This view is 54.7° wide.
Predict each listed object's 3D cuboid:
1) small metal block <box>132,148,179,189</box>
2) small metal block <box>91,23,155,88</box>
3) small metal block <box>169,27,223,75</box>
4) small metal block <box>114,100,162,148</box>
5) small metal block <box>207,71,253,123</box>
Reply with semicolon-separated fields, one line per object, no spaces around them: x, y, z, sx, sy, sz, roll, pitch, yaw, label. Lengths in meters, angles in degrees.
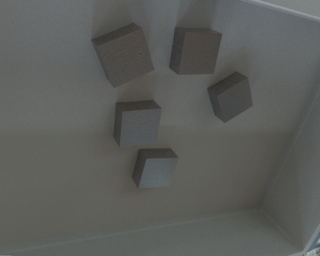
-0.007;0.057;0.440;0.050;0.025;0.050;1;118;-29;small metal block
-0.039;-0.079;0.338;0.050;0.025;0.050;-27;128;-12;small metal block
0.042;-0.093;0.374;0.050;0.025;0.050;-6;121;-25;small metal block
-0.029;-0.006;0.389;0.050;0.025;0.050;-6;121;-25;small metal block
0.099;-0.043;0.436;0.050;0.025;0.050;-31;129;-9;small metal block
